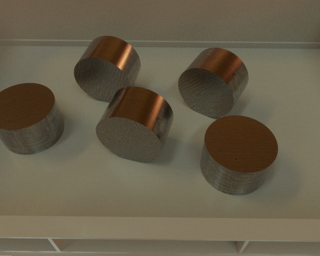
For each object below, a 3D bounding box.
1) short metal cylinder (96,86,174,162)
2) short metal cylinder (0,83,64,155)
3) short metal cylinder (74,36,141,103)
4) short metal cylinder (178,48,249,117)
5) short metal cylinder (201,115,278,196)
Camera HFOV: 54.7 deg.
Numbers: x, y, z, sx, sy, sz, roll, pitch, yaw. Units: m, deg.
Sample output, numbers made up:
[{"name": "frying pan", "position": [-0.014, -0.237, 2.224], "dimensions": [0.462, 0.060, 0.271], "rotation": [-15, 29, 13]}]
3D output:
[{"name": "short metal cylinder", "position": [-0.029, -0.003, 0.372], "dimensions": [0.080, 0.080, 0.050], "rotation": [12, 51, 10]}, {"name": "short metal cylinder", "position": [-0.170, -0.013, 0.398], "dimensions": [0.080, 0.050, 0.080], "rotation": [0, 50, 0]}, {"name": "short metal cylinder", "position": [-0.073, -0.082, 0.437], "dimensions": [0.080, 0.080, 0.050], "rotation": [11, 51, 9]}, {"name": "short metal cylinder", "position": [0.072, -0.061, 0.421], "dimensions": [0.080, 0.080, 0.050], "rotation": [25, 55, 19]}, {"name": "short metal cylinder", "position": [0.090, 0.031, 0.363], "dimensions": [0.080, 0.050, 0.080], "rotation": [0, 50, 0]}]
